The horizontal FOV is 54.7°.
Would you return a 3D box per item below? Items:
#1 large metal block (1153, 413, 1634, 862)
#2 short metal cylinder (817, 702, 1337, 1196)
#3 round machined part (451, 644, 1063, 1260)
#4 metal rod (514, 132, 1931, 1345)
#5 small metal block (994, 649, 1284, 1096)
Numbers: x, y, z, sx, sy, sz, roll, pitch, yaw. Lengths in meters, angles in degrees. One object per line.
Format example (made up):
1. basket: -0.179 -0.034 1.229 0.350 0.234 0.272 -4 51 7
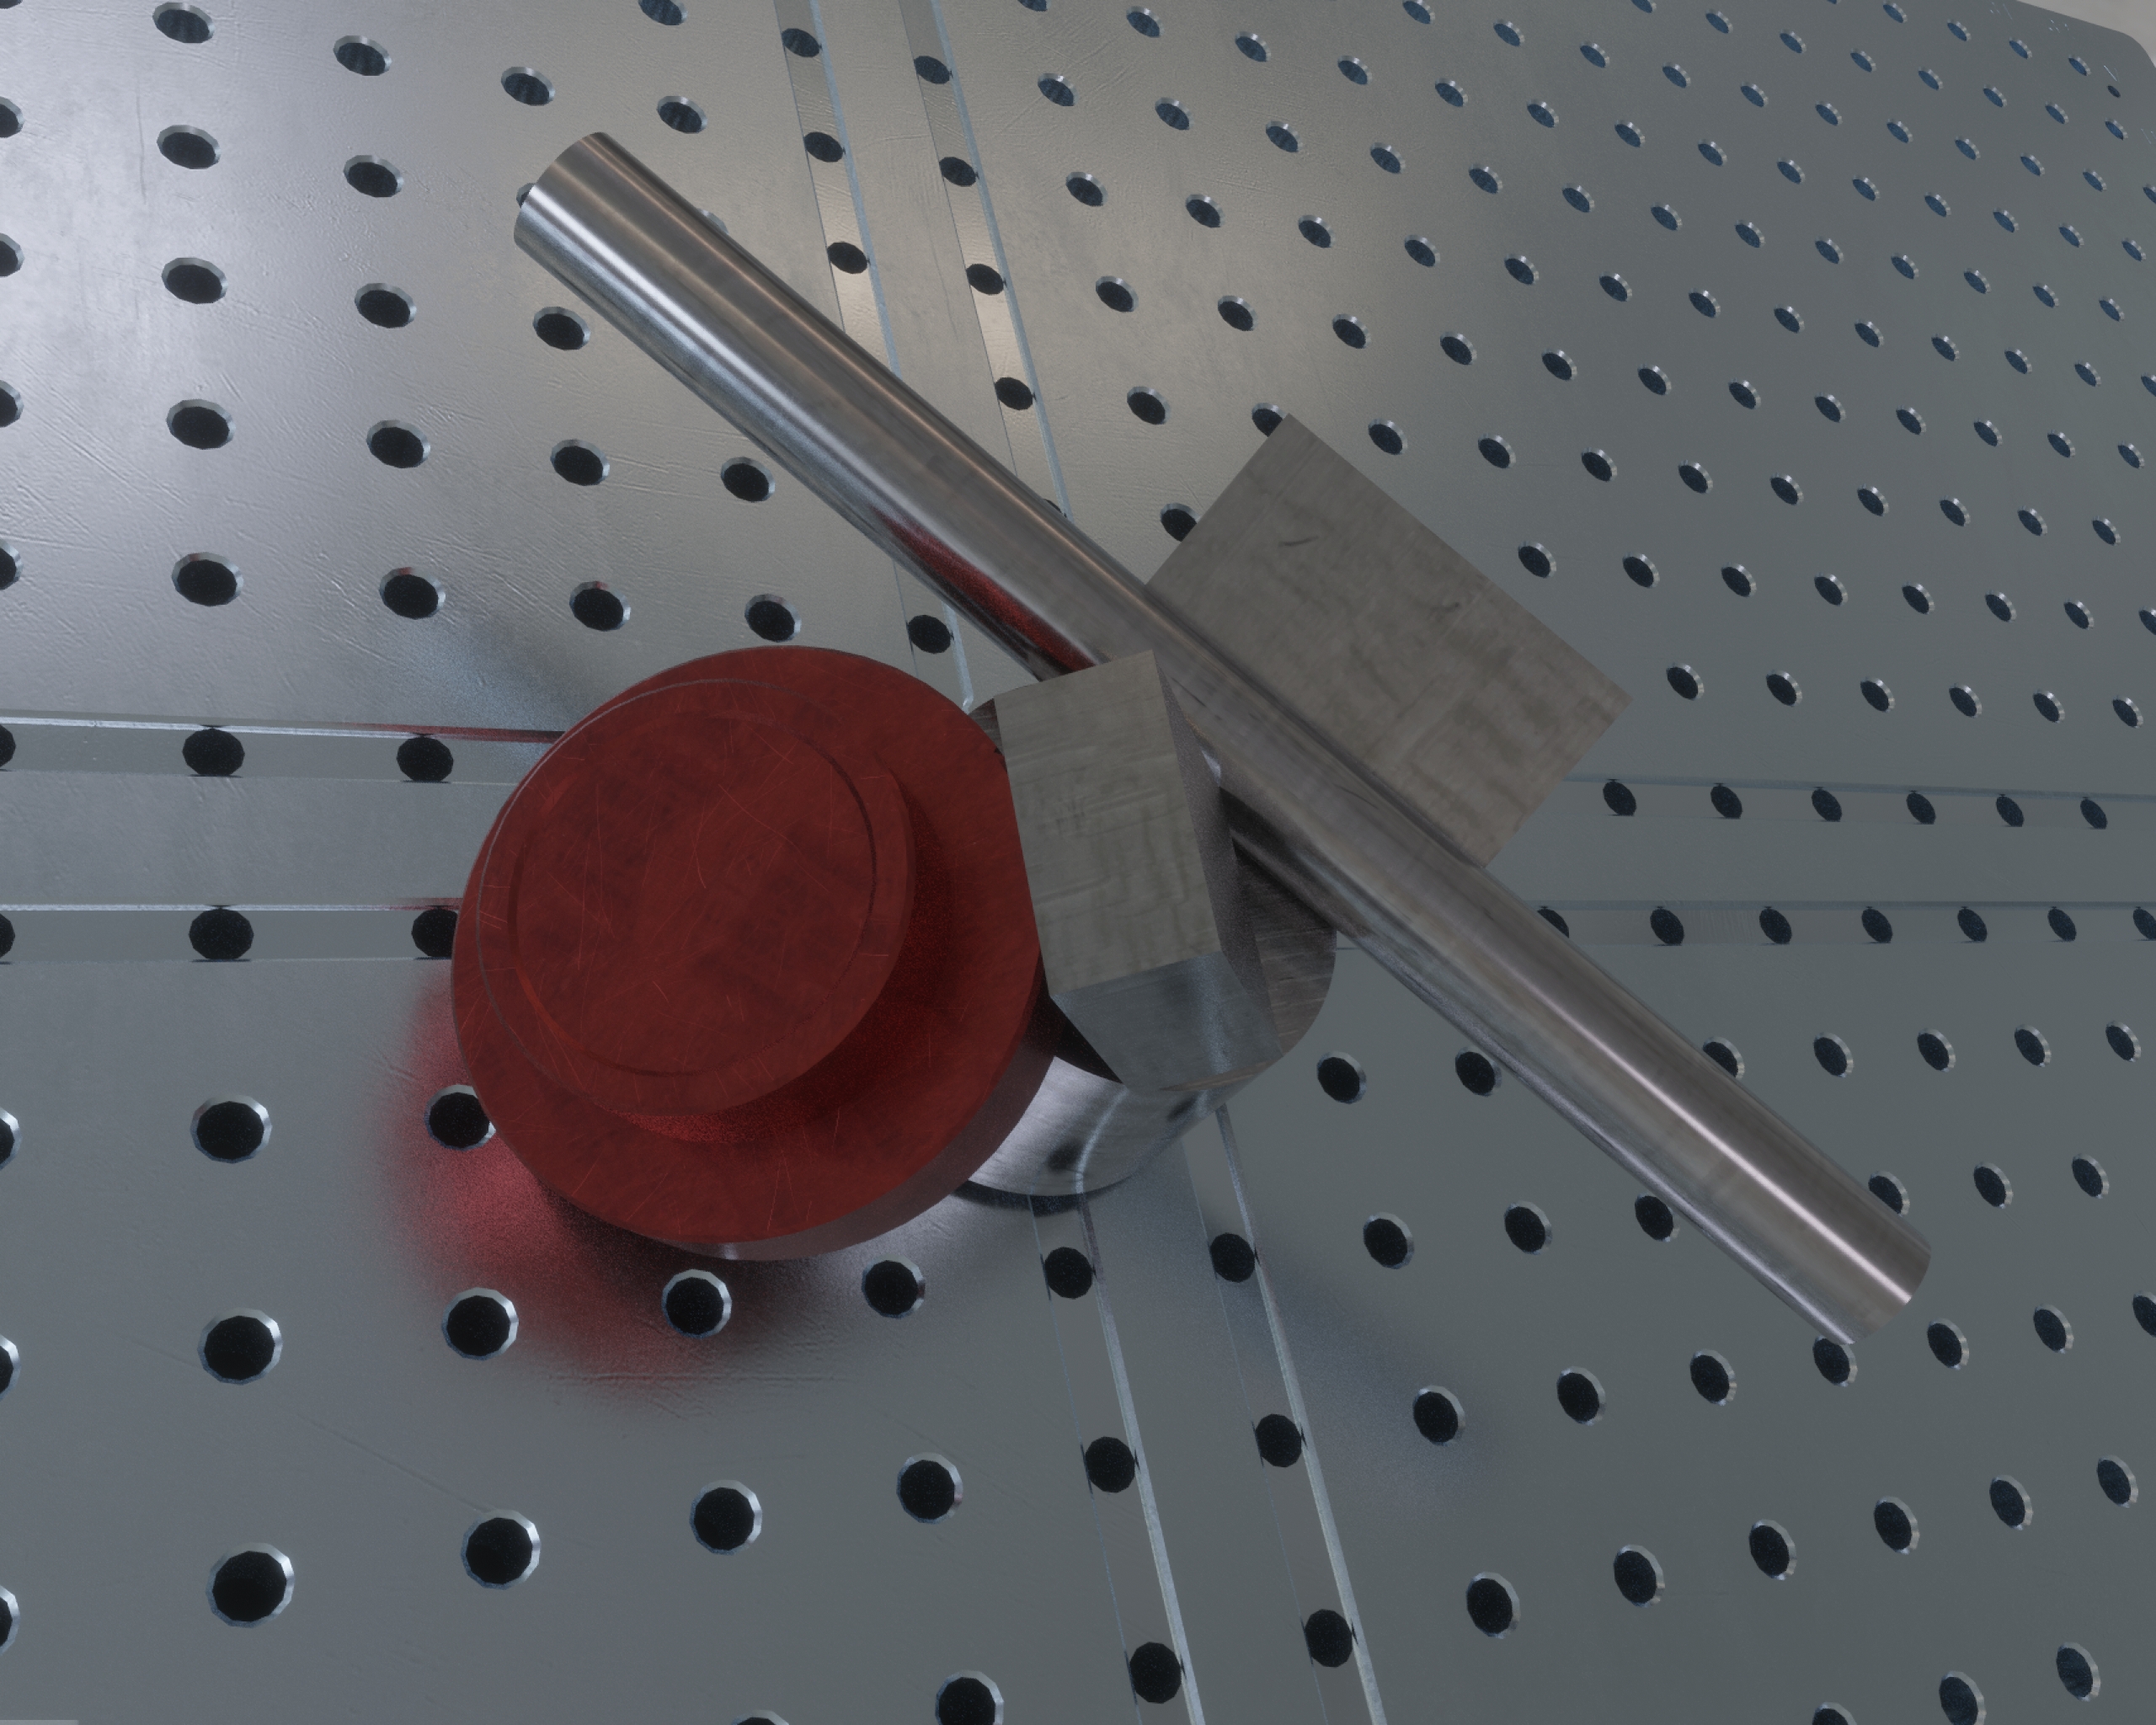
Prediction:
1. large metal block: 0.055 -0.041 0.415 0.080 0.050 0.080 39 8 -2
2. short metal cylinder: -0.001 0.014 0.378 0.081 0.050 0.080 14 56 -21
3. round machined part: -0.053 0.010 0.325 0.098 0.042 0.098 -4 71 11
4. metal rod: 0.026 -0.021 0.366 0.300 0.025 0.025 40 51 -1
5. small metal block: 0.010 0.003 0.324 0.025 0.050 0.050 -16 64 9
